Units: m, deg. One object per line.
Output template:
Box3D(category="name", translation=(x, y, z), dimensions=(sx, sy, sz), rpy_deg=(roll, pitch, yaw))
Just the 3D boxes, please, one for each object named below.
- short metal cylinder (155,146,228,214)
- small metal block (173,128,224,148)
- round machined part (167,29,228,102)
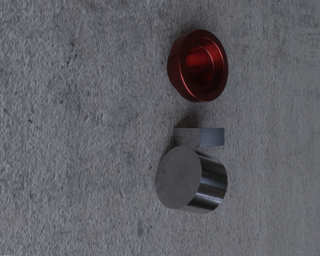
Box3D(category="short metal cylinder", translation=(0.040, 0.068, 0.402), dimensions=(0.050, 0.080, 0.080), rpy_deg=(22, 76, -38))
Box3D(category="small metal block", translation=(0.054, 0.012, 0.434), dimensions=(0.050, 0.050, 0.025), rpy_deg=(-1, 91, -40))
Box3D(category="round machined part", translation=(0.048, -0.084, 0.434), dimensions=(0.099, 0.042, 0.097), rpy_deg=(0, 90, -40))
